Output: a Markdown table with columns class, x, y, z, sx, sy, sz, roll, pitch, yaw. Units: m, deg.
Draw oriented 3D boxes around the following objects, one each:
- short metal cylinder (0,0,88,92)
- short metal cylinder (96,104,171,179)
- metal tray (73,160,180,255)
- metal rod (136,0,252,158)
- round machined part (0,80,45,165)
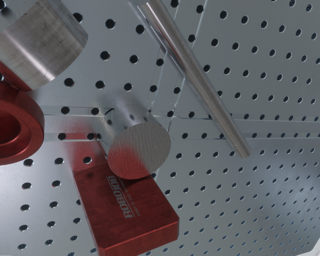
| class | x | y | z | sx | sy | sz | roll | pitch | yaw |
| --- | --- | --- | --- | --- | --- | --- | --- | --- | --- |
| short metal cylinder | -0.111 | -0.078 | 0.267 | 0.080 | 0.080 | 0.050 | -39 | 129 | -2 |
| short metal cylinder | -0.033 | 0.017 | 0.387 | 0.081 | 0.050 | 0.079 | -14 | 124 | -21 |
| metal tray | -0.045 | 0.092 | 0.375 | 0.091 | 0.130 | 0.030 | -14 | 124 | -21 |
| metal rod | 0.062 | -0.047 | 0.415 | 0.025 | 0.025 | 0.300 | -41 | 130 | 0 |
| round machined part | -0.162 | -0.009 | 0.293 | 0.099 | 0.042 | 0.097 | -9 | 141 | -7 |
